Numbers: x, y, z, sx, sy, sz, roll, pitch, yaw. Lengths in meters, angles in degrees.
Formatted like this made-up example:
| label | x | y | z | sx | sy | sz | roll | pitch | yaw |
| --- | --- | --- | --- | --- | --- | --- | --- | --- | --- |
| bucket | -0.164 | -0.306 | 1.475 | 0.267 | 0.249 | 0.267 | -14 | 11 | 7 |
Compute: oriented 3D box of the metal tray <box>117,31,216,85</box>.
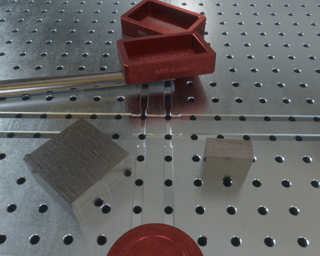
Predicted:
| label | x | y | z | sx | sy | sz | roll | pitch | yaw |
| --- | --- | --- | --- | --- | --- | --- | --- | --- | --- |
| metal tray | 0.006 | -0.108 | 0.462 | 0.131 | 0.030 | 0.090 | -9 | 40 | -10 |

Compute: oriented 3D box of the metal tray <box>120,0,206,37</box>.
| label | x | y | z | sx | sy | sz | roll | pitch | yaw |
| --- | --- | --- | --- | --- | --- | --- | --- | --- | --- |
| metal tray | 0.006 | -0.189 | 0.562 | 0.130 | 0.030 | 0.090 | 26 | 55 | 20 |

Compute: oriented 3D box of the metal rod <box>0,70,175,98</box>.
| label | x | y | z | sx | sy | sz | roll | pitch | yaw |
| --- | --- | --- | --- | --- | --- | --- | --- | --- | --- |
| metal rod | -0.128 | -0.068 | 0.463 | 0.302 | 0.025 | 0.025 | -6 | 51 | -6 |

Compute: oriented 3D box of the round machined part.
| label | x | y | z | sx | sy | sz | roll | pitch | yaw |
| --- | --- | --- | --- | --- | --- | --- | --- | --- | --- |
| round machined part | -0.005 | 0.134 | 0.284 | 0.099 | 0.042 | 0.098 | 0 | 50 | 0 |

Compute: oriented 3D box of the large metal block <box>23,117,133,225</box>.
| label | x | y | z | sx | sy | sz | roll | pitch | yaw |
| --- | --- | --- | --- | --- | --- | --- | --- | --- | --- |
| large metal block | -0.090 | 0.046 | 0.351 | 0.080 | 0.050 | 0.080 | 34 | 58 | 25 |

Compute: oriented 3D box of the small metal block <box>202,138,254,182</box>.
| label | x | y | z | sx | sy | sz | roll | pitch | yaw |
| --- | --- | --- | --- | --- | --- | --- | --- | --- | --- |
| small metal block | 0.077 | 0.038 | 0.361 | 0.050 | 0.050 | 0.025 | 4 | 50 | 3 |
